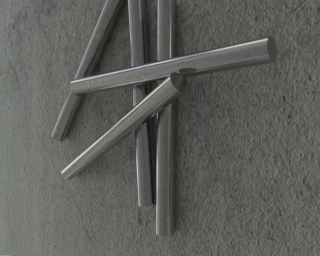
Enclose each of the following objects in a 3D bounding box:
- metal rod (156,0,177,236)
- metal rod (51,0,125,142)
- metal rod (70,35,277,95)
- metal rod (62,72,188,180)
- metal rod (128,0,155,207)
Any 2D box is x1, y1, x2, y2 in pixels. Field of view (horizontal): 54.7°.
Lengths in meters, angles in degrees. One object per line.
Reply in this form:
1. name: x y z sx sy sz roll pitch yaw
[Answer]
1. metal rod: 0.008 -0.014 0.398 0.025 0.025 0.298 1 90 40
2. metal rod: -0.114 -0.103 0.499 0.025 0.025 0.298 44 116 31
3. metal rod: -0.012 -0.068 0.380 0.300 0.025 0.025 -3 89 40
4. metal rod: -0.069 0.014 0.435 0.299 0.025 0.025 -35 68 43
5. metal rod: -0.025 -0.045 0.425 0.025 0.025 0.298 -5 87 40
